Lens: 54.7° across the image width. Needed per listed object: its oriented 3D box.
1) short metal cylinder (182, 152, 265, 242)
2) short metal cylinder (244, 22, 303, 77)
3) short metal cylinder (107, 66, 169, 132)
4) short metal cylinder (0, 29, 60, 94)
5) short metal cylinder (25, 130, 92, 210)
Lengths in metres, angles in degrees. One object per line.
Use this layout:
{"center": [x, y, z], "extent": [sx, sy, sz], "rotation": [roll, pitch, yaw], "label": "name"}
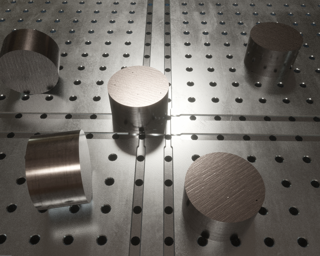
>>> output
{"center": [0.065, 0.073, 0.331], "extent": [0.081, 0.050, 0.080], "rotation": [0, 50, 0], "label": "short metal cylinder"}
{"center": [0.181, -0.127, 0.501], "extent": [0.081, 0.050, 0.080], "rotation": [0, 50, 0], "label": "short metal cylinder"}
{"center": [-0.029, -0.041, 0.425], "extent": [0.081, 0.050, 0.080], "rotation": [0, 50, 0], "label": "short metal cylinder"}
{"center": [-0.188, -0.095, 0.449], "extent": [0.081, 0.080, 0.050], "rotation": [-7, 51, -6], "label": "short metal cylinder"}
{"center": [-0.105, 0.044, 0.333], "extent": [0.050, 0.080, 0.080], "rotation": [-7, 51, -6], "label": "short metal cylinder"}
